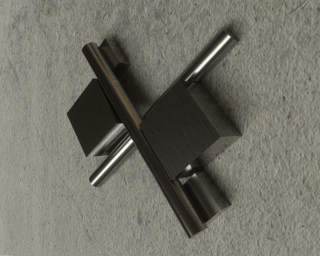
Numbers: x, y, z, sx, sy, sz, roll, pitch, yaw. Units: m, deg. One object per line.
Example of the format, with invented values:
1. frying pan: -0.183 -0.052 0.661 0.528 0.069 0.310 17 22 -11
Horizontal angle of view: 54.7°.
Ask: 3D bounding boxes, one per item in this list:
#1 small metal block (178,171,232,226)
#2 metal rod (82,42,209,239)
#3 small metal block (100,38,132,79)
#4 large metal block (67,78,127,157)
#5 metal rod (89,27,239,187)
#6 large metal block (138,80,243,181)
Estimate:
1. small metal block: 0.048 0.087 0.368 0.050 0.025 0.050 -50 61 28
2. metal rod: -0.031 -0.001 0.398 0.025 0.025 0.299 -47 62 30
3. small metal block: -0.077 -0.098 0.471 0.050 0.025 0.050 -45 63 31
4. large metal block: -0.083 -0.014 0.457 0.080 0.050 0.080 -44 64 31
5. metal rod: -0.011 -0.010 0.417 0.299 0.025 0.025 -46 63 30
6. large metal block: 0.033 0.003 0.363 0.080 0.050 0.080 -47 62 30
